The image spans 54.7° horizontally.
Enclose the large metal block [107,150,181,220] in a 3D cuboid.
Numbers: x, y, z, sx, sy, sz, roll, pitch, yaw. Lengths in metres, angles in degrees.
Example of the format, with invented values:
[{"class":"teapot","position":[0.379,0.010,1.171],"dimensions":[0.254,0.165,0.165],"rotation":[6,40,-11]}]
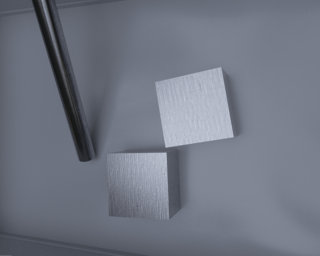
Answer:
[{"class":"large metal block","position":[-0.020,0.070,0.403],"dimensions":[0.080,0.050,0.079],"rotation":[-3,89,19]}]

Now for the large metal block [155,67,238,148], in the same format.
[{"class":"large metal block","position":[0.046,-0.023,0.380],"dimensions":[0.080,0.050,0.080],"rotation":[-10,87,19]}]

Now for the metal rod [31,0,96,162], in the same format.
[{"class":"metal rod","position":[-0.124,-0.089,0.380],"dimensions":[0.025,0.025,0.298],"rotation":[3,119,19]}]
